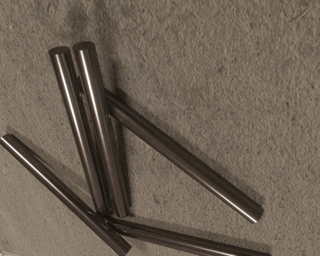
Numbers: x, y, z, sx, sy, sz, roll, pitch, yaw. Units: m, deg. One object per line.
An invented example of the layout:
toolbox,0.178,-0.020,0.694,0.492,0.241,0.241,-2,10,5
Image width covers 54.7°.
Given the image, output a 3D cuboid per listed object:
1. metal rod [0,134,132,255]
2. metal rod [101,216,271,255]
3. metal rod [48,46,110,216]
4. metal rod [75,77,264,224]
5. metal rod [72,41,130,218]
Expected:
metal rod,-0.169,0.115,0.545,0.300,0.025,0.025,40,129,7
metal rod,0.022,0.184,0.507,0.301,0.025,0.025,5,121,25
metal rod,-0.110,0.026,0.458,0.025,0.025,0.298,12,130,21
metal rod,0.009,0.026,0.416,0.300,0.025,0.025,37,129,2
metal rod,-0.074,0.026,0.435,0.025,0.025,0.298,12,131,21
